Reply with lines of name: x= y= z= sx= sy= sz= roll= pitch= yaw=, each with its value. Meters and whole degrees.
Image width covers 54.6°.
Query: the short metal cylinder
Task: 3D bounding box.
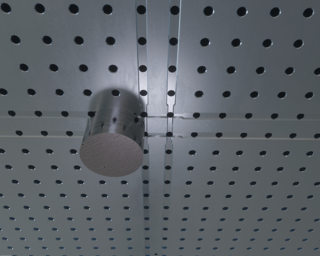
short metal cylinder: x=-0.061 y=0.020 z=0.411 sx=0.080 sy=0.050 sz=0.080 roll=0 pitch=130 yaw=0
